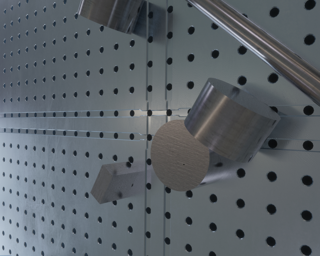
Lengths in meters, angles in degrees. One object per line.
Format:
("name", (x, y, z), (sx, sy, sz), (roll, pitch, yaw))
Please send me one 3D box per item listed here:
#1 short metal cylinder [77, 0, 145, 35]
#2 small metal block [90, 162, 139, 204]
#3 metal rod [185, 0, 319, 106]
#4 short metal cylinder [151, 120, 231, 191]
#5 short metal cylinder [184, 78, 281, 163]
("short metal cylinder", (-0.068, -0.169, 0.429), (0.080, 0.081, 0.050), (36, 112, 34))
("small metal block", (-0.065, 0.078, 0.447), (0.025, 0.050, 0.050), (39, 114, 33))
("metal rod", (0.088, -0.107, 0.336), (0.300, 0.025, 0.025), (50, 119, 28))
("short metal cylinder", (0.036, 0.030, 0.363), (0.080, 0.050, 0.079), (0, 91, 39))
("short metal cylinder", (0.072, -0.009, 0.314), (0.080, 0.081, 0.050), (42, 116, 32))
